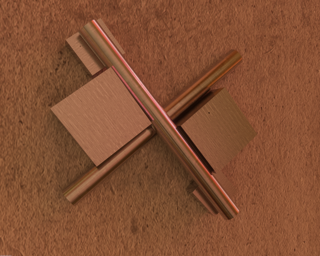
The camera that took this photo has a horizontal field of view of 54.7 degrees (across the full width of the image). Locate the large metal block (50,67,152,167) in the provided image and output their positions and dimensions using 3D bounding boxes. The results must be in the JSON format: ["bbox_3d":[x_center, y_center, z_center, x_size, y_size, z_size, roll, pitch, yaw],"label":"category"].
[{"bbox_3d":[-0.071,-0.013,0.369,0.080,0.050,0.080,-39,103,-16],"label":"large metal block"}]

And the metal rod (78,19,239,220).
[{"bbox_3d":[0.007,-0.001,0.386,0.025,0.025,0.300,-41,103,-15],"label":"metal rod"}]

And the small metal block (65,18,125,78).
[{"bbox_3d":[-0.080,-0.097,0.381,0.050,0.025,0.050,-39,103,-16],"label":"small metal block"}]

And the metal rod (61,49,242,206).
[{"bbox_3d":[0.000,-0.010,0.411,0.301,0.025,0.025,-41,103,-16],"label":"metal rod"}]

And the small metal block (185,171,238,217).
[{"bbox_3d":[0.073,0.087,0.438,0.050,0.025,0.050,-45,104,-15],"label":"small metal block"}]

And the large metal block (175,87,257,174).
[{"bbox_3d":[0.070,0.003,0.423,0.080,0.050,0.080,-41,103,-15],"label":"large metal block"}]
